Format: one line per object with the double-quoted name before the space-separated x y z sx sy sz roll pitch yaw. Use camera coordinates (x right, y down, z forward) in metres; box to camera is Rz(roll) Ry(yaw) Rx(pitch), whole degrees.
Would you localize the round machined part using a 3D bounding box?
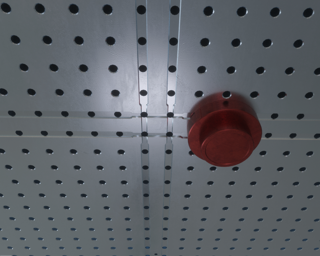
"round machined part" 0.086 0.014 0.413 0.099 0.042 0.097 0 130 0
